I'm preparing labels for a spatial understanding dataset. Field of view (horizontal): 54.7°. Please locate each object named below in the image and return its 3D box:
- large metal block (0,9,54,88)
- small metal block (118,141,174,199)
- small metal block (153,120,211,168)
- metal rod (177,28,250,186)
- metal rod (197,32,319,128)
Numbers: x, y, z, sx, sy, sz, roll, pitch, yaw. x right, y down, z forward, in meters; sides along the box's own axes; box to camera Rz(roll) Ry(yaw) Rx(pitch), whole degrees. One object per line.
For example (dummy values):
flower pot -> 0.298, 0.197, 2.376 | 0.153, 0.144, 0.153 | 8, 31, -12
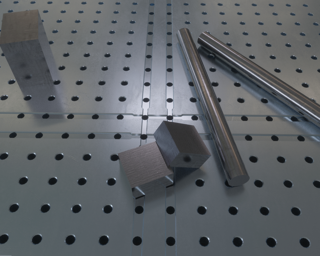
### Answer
large metal block -> -0.200, -0.120, 0.472 | 0.050, 0.080, 0.080 | -11, 51, -9
small metal block -> -0.017, 0.048, 0.367 | 0.050, 0.025, 0.050 | -18, 52, -15
small metal block -> 0.026, 0.020, 0.376 | 0.050, 0.025, 0.050 | 9, 41, -37
metal rod -> 0.066, -0.052, 0.451 | 0.025, 0.025, 0.300 | -7, 50, -6
metal rod -> 0.167, -0.066, 0.463 | 0.025, 0.025, 0.300 | -31, 57, -23
